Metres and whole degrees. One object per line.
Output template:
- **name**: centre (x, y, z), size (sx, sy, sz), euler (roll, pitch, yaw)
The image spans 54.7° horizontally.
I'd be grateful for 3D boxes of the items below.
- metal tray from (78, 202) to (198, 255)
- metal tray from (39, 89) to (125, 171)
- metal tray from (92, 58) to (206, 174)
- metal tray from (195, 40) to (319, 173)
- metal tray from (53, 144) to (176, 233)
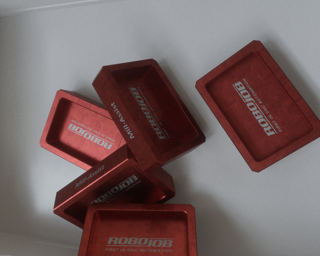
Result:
- **metal tray**: centre (-0.024, 0.135, 0.361), size (0.131, 0.030, 0.090), euler (1, 47, 1)
- **metal tray**: centre (-0.100, 0.009, 0.441), size (0.130, 0.030, 0.089), euler (24, 98, 18)
- **metal tray**: centre (-0.012, -0.020, 0.377), size (0.030, 0.091, 0.130), euler (-42, 75, 44)
- **metal tray**: centre (0.114, -0.025, 0.367), size (0.090, 0.030, 0.130), euler (-35, 79, 16)
- **metal tray**: centre (-0.058, 0.085, 0.398), size (0.130, 0.030, 0.090), euler (-35, 124, 16)
